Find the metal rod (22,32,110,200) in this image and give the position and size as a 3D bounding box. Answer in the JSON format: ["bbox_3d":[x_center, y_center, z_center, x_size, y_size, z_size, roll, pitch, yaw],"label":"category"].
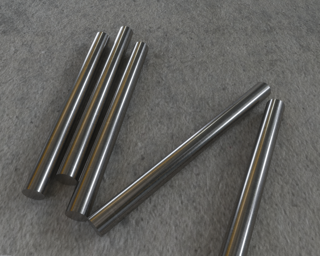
[{"bbox_3d":[-0.118,-0.041,0.435,0.025,0.025,0.300,6,50,5],"label":"metal rod"}]

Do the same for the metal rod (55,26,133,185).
[{"bbox_3d":[-0.083,-0.054,0.447,0.025,0.025,0.300,7,50,5],"label":"metal rod"}]

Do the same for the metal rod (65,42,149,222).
[{"bbox_3d":[-0.059,-0.020,0.419,0.025,0.025,0.300,9,50,7],"label":"metal rod"}]

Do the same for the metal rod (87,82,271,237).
[{"bbox_3d":[0.042,0.023,0.384,0.302,0.025,0.025,-36,59,-27],"label":"metal rod"}]

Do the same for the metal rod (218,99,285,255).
[{"bbox_3d":[0.099,0.074,0.342,0.025,0.025,0.301,19,52,15],"label":"metal rod"}]
